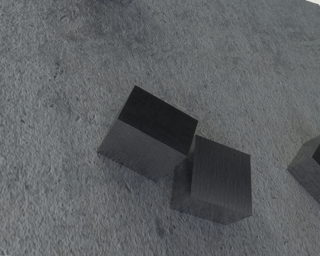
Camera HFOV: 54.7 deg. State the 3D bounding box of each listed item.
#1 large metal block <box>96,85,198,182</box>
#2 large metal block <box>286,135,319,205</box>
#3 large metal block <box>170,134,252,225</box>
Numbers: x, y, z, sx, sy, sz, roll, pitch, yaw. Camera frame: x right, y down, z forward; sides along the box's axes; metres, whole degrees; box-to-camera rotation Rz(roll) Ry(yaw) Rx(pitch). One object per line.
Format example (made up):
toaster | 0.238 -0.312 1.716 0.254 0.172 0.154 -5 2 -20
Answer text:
large metal block | -0.016 0.010 0.354 0.080 0.080 0.050 29 52 -10
large metal block | 0.261 0.064 0.489 0.080 0.050 0.080 48 51 5
large metal block | 0.064 0.065 0.382 0.080 0.050 0.080 21 54 -16
